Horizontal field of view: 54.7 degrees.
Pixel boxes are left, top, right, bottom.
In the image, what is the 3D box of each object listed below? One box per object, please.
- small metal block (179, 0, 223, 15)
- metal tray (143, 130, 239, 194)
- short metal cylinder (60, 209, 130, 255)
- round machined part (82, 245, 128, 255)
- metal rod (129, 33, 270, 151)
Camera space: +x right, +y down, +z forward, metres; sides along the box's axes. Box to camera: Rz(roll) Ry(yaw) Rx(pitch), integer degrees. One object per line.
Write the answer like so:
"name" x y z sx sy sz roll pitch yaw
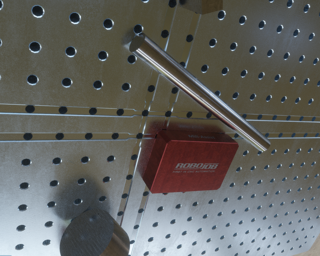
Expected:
"small metal block" 0.041 -0.152 0.325 0.025 0.050 0.050 -21 127 -17
"metal tray" 0.048 0.052 0.468 0.131 0.030 0.089 4 117 -31
"short metal cylinder" -0.089 0.160 0.428 0.080 0.080 0.050 -33 129 -7
"round machined part" -0.091 0.216 0.450 0.098 0.098 0.042 -37 120 -4
"metal rod" 0.076 -0.033 0.434 0.301 0.025 0.025 31 101 -39
